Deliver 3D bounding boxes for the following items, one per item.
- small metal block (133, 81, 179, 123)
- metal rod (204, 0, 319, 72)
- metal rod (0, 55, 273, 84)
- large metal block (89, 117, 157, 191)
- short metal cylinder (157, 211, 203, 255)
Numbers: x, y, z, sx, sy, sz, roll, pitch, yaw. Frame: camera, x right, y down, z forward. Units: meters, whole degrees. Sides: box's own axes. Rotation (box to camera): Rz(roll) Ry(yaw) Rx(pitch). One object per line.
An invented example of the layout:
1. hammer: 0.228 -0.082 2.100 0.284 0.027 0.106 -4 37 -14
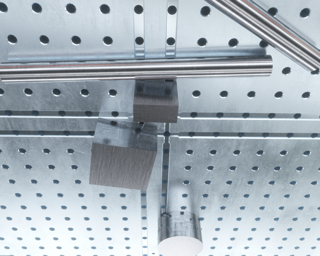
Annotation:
1. small metal block: -0.005 -0.032 0.368 0.050 0.050 0.025 2 130 -2
2. metal rod: 0.048 -0.135 0.297 0.302 0.025 0.025 25 126 -21
3. metal rod: -0.027 -0.067 0.353 0.302 0.025 0.025 -1 130 0
4. large metal block: -0.051 0.037 0.426 0.081 0.050 0.079 8 130 -8
5. short metal cylinder: 0.035 0.195 0.562 0.081 0.050 0.079 0 130 0
